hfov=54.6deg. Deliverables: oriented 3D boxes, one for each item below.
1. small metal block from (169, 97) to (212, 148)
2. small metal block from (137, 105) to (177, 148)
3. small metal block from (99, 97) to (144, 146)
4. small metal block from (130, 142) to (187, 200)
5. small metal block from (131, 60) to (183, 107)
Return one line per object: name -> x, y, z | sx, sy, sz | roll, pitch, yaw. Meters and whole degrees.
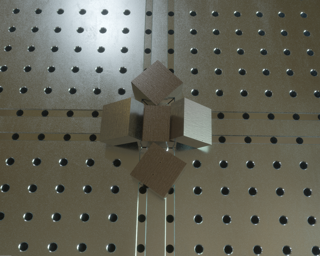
small metal block -> 0.040, -0.005, 0.399 | 0.050, 0.025, 0.050 | 19, 65, -37
small metal block -> -0.003, -0.002, 0.412 | 0.050, 0.025, 0.050 | 1, 69, 0
small metal block -> -0.049, -0.007, 0.401 | 0.050, 0.025, 0.050 | -12, 67, 35
small metal block -> -0.002, 0.054, 0.391 | 0.050, 0.025, 0.050 | 32, 74, 12
small metal block -> -0.004, -0.058, 0.433 | 0.050, 0.025, 0.050 | -42, 75, -14
